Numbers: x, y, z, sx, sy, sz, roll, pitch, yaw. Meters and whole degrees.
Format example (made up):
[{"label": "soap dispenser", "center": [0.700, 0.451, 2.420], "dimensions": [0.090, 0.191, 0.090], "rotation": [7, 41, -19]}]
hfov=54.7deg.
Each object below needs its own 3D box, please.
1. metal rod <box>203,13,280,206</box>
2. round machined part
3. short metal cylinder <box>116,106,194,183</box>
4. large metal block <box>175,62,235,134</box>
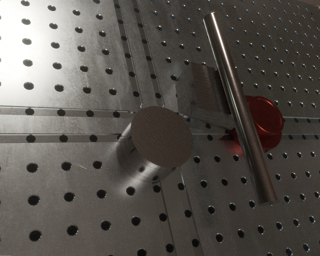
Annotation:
[{"label": "metal rod", "center": [0.104, -0.044, 0.428], "dimensions": [0.025, 0.025, 0.299], "rotation": [5, 60, -26]}, {"label": "round machined part", "center": [0.155, -0.012, 0.490], "dimensions": [0.099, 0.042, 0.098], "rotation": [14, 56, -21]}, {"label": "short metal cylinder", "center": [-0.007, 0.020, 0.378], "dimensions": [0.081, 0.050, 0.080], "rotation": [14, 56, -21]}, {"label": "large metal block", "center": [0.073, -0.043, 0.460], "dimensions": [0.081, 0.050, 0.080], "rotation": [9, 58, -24]}]
